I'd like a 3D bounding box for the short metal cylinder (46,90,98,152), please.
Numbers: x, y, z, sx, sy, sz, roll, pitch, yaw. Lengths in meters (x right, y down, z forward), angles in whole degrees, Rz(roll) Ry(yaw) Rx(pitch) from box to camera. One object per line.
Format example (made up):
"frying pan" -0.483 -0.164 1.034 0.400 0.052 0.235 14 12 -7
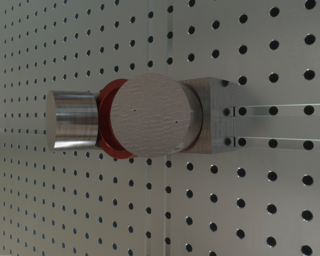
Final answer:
"short metal cylinder" -0.118 -0.009 0.409 0.080 0.050 0.079 4 94 61

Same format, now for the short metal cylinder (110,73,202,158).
"short metal cylinder" -0.002 -0.012 0.313 0.080 0.050 0.080 0 90 20

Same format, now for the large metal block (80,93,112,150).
"large metal block" -0.077 -0.010 0.457 0.080 0.050 0.080 1 91 40

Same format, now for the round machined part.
"round machined part" -0.036 -0.011 0.390 0.098 0.042 0.097 0 90 40

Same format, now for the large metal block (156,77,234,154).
"large metal block" 0.037 -0.013 0.362 0.080 0.050 0.080 -1 90 40
